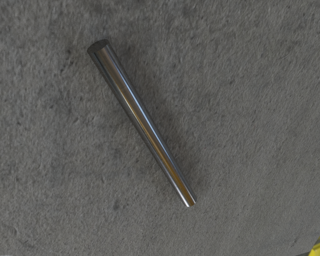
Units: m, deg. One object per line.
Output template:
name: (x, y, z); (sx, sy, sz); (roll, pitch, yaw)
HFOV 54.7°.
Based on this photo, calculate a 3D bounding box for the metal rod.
metal rod: (-0.008, 0.017, 0.414); (0.025, 0.025, 0.299); (-34, 129, -6)
